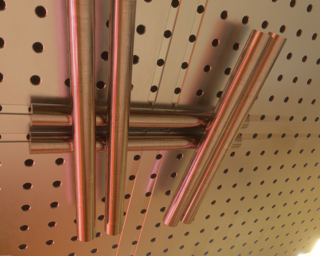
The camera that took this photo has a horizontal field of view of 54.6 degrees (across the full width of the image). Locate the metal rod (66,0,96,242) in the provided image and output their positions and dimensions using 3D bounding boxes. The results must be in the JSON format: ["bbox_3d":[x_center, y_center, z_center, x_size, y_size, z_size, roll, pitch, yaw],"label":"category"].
[{"bbox_3d":[-0.083,0.012,0.341,0.025,0.025,0.298,-8,122,-24],"label":"metal rod"}]

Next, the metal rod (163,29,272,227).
[{"bbox_3d":[0.070,0.014,0.426,0.025,0.025,0.298,9,114,-32],"label":"metal rod"}]

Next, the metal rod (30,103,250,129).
[{"bbox_3d":[-0.004,-0.012,0.401,0.302,0.025,0.025,1,118,-29],"label":"metal rod"}]

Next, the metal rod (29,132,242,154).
[{"bbox_3d":[-0.012,0.018,0.416,0.302,0.025,0.025,1,118,-29],"label":"metal rod"}]

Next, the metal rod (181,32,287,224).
[{"bbox_3d":[0.093,0.014,0.438,0.025,0.025,0.298,9,114,-32],"label":"metal rod"}]

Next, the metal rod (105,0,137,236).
[{"bbox_3d":[-0.049,0.010,0.358,0.025,0.025,0.298,-8,122,-24],"label":"metal rod"}]
